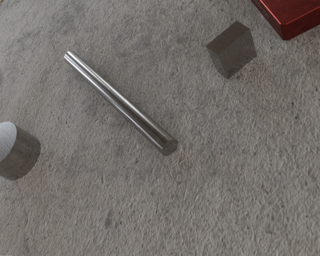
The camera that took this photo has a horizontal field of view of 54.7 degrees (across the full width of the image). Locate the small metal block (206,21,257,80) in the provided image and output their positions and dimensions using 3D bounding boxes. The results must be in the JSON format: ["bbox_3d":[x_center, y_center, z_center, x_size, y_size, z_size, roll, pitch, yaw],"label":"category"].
[{"bbox_3d":[0.093,-0.100,0.400,0.050,0.050,0.025,-40,51,1],"label":"small metal block"}]

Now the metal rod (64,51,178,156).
[{"bbox_3d":[-0.076,-0.053,0.475,0.025,0.025,0.300,-46,51,-4],"label":"metal rod"}]

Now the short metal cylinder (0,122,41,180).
[{"bbox_3d":[-0.239,0.037,0.491,0.080,0.050,0.080,-13,56,21],"label":"short metal cylinder"}]

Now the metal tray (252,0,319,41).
[{"bbox_3d":[0.180,-0.187,0.421,0.090,0.030,0.130,-26,53,11],"label":"metal tray"}]
